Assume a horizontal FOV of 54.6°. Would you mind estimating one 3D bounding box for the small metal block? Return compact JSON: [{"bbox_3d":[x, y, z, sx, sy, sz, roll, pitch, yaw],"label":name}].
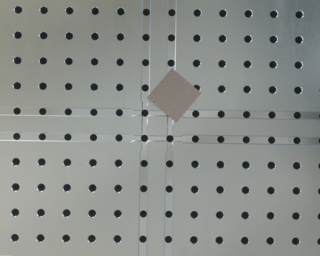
[{"bbox_3d":[0.018,-0.042,0.413,0.050,0.025,0.050,40,90,0],"label":"small metal block"}]
